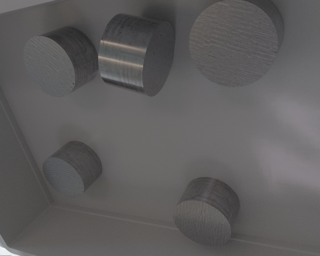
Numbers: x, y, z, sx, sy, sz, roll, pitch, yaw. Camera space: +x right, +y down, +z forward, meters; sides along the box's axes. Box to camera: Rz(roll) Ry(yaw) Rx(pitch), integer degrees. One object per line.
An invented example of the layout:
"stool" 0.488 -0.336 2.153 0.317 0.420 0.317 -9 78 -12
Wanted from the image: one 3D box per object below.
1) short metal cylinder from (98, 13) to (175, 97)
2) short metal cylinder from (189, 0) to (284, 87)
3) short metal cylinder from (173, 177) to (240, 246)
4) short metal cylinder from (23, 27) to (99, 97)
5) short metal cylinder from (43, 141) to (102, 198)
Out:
"short metal cylinder" -0.023 -0.079 0.336 0.050 0.080 0.079 17 125 18
"short metal cylinder" 0.075 -0.086 0.300 0.080 0.050 0.079 13 124 21
"short metal cylinder" 0.065 0.115 0.430 0.080 0.050 0.079 13 124 21
"short metal cylinder" -0.129 -0.087 0.407 0.080 0.050 0.079 13 124 21
"short metal cylinder" -0.143 0.068 0.510 0.080 0.050 0.079 13 124 21
